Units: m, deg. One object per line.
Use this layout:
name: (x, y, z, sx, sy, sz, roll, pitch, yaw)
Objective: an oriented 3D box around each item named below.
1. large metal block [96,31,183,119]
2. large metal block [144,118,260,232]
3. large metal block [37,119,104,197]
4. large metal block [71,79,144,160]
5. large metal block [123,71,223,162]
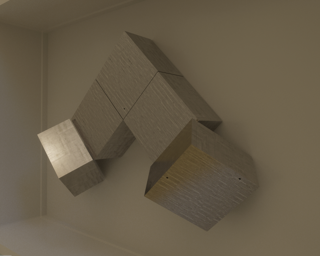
large metal block: (-0.030, -0.067, 0.413, 0.080, 0.050, 0.080, -51, 60, 28)
large metal block: (0.042, 0.050, 0.326, 0.080, 0.050, 0.080, 32, 118, -12)
large metal block: (-0.134, 0.047, 0.471, 0.080, 0.050, 0.080, 54, 164, 26)
large metal block: (-0.075, -0.012, 0.450, 0.080, 0.050, 0.080, -51, 60, 28)
large metal block: (0.013, -0.009, 0.377, 0.080, 0.050, 0.080, -51, 60, 28)
